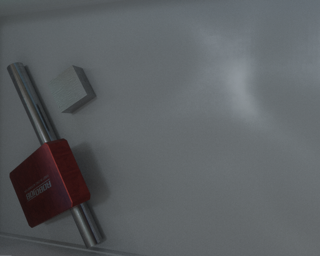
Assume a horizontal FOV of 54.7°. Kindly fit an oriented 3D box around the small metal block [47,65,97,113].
[{"bbox_3d":[-0.130,-0.056,0.455,0.050,0.025,0.050,-31,80,17],"label":"small metal block"}]

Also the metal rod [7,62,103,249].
[{"bbox_3d":[-0.161,0.034,0.465,0.025,0.025,0.299,-30,80,17],"label":"metal rod"}]

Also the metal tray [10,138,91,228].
[{"bbox_3d":[-0.160,0.081,0.439,0.130,0.030,0.090,-32,80,38],"label":"metal tray"}]
